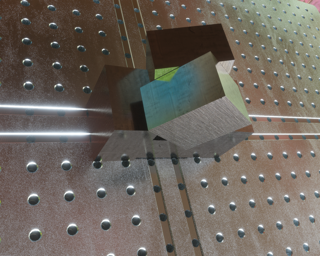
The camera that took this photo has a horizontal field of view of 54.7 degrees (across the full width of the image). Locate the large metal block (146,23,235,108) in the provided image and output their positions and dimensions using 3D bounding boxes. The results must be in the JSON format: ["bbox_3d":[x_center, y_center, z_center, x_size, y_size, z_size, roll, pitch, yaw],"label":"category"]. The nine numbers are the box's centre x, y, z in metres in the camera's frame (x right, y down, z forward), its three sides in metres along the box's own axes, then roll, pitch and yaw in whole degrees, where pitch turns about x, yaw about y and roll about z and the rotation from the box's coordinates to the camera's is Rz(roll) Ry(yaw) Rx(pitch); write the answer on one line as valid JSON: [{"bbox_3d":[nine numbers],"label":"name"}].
[{"bbox_3d":[0.028,-0.066,0.348,0.081,0.080,0.050,-8,64,-7],"label":"large metal block"}]

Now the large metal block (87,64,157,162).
[{"bbox_3d":[-0.046,-0.014,0.358,0.050,0.080,0.080,2,61,-28],"label":"large metal block"}]

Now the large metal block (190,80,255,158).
[{"bbox_3d":[0.071,-0.012,0.420,0.050,0.080,0.080,4,60,-27],"label":"large metal block"}]

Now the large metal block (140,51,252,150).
[{"bbox_3d":[0.039,-0.023,0.323,0.080,0.080,0.050,30,42,-54],"label":"large metal block"}]

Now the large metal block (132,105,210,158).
[{"bbox_3d":[0.007,-0.008,0.400,0.081,0.050,0.080,3,61,-27],"label":"large metal block"}]
